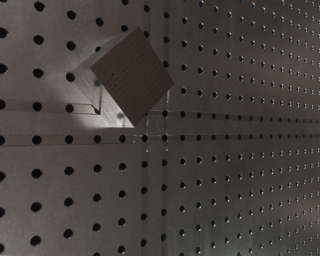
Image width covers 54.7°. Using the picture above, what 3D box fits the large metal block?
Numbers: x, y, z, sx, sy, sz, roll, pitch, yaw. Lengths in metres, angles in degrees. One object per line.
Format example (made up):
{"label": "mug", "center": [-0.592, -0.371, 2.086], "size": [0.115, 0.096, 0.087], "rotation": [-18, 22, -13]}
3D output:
{"label": "large metal block", "center": [-0.042, -0.057, 0.359], "size": [0.080, 0.050, 0.080], "rotation": [-50, 120, -29]}
